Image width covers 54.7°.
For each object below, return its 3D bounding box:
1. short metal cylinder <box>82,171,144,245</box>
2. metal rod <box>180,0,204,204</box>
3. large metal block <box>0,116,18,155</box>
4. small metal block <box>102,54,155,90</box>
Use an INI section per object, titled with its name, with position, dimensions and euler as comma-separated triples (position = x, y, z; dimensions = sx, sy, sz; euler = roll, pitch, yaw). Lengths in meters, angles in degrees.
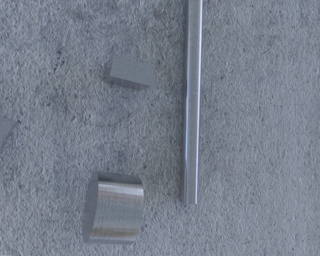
[short metal cylinder]
position = -0.056, 0.093, 0.360
dimensions = 0.050, 0.080, 0.080
euler = 11, 87, -20
[metal rod]
position = 0.044, -0.048, 0.426
dimensions = 0.025, 0.025, 0.298
euler = 2, 89, -20
[large metal block]
position = -0.208, 0.012, 0.319
dimensions = 0.080, 0.050, 0.080
euler = 27, 81, -18
[small metal block]
position = -0.040, -0.067, 0.382
dimensions = 0.050, 0.050, 0.025
euler = 12, 86, -20
